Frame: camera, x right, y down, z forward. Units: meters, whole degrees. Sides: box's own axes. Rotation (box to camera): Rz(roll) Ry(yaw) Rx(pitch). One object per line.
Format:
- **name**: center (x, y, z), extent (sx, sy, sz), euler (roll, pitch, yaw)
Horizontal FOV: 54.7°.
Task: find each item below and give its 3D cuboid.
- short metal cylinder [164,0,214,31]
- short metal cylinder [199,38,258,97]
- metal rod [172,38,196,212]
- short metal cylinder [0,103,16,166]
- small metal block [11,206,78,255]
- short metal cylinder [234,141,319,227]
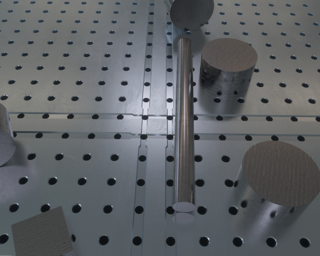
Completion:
- **short metal cylinder**: center (0.052, -0.226, 0.562), extent (0.081, 0.080, 0.050), euler (-9, 51, -8)
- **short metal cylinder**: center (0.101, -0.092, 0.470), extent (0.081, 0.050, 0.080), euler (0, 50, 0)
- **metal rod**: center (0.034, -0.029, 0.431), extent (0.025, 0.025, 0.300), euler (3, 50, 2)
- **short metal cylinder**: center (-0.217, 0.009, 0.363), extent (0.081, 0.080, 0.050), euler (-20, 53, -16)
- **small metal block**: center (-0.115, 0.114, 0.311), extent (0.050, 0.025, 0.050), euler (-19, 53, -16)
- **short metal cylinder**: center (0.126, 0.061, 0.341), extent (0.081, 0.050, 0.080), euler (0, 50, 0)
